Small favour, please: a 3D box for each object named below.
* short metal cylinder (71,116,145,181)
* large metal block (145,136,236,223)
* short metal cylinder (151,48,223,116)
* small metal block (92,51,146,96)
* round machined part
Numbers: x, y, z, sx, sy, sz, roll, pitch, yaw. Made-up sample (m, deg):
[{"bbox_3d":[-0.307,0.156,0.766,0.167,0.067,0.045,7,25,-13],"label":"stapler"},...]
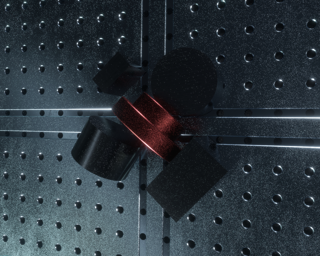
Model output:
[{"bbox_3d":[-0.067,0.025,0.405,0.080,0.080,0.050,33,101,16],"label":"short metal cylinder"},{"bbox_3d":[0.040,0.056,0.369,0.050,0.080,0.080,45,104,14],"label":"large metal block"},{"bbox_3d":[0.035,-0.054,0.386,0.080,0.050,0.079,0,90,19],"label":"short metal cylinder"},{"bbox_3d":[-0.054,-0.071,0.417,0.050,0.050,0.025,-44,77,14],"label":"small metal block"},{"bbox_3d":[-0.008,-0.006,0.376,0.098,0.098,0.042,43,91,14],"label":"round machined part"}]
